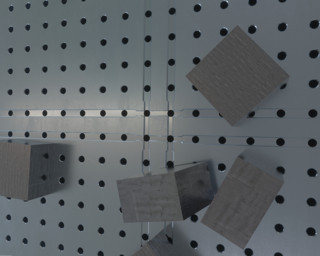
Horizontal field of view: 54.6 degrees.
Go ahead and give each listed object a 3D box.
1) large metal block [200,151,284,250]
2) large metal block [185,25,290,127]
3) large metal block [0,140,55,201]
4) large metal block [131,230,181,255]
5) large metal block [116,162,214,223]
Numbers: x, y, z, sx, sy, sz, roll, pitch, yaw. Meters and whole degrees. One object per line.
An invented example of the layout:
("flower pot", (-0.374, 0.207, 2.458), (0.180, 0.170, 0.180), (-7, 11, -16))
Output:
("large metal block", (0.095, 0.075, 0.350), (0.050, 0.080, 0.080), (30, 100, 17))
("large metal block", (0.092, -0.058, 0.367), (0.080, 0.050, 0.080), (-44, 77, 15))
("large metal block", (-0.214, 0.061, 0.476), (0.080, 0.050, 0.080), (4, 92, 20))
("large metal block", (-0.010, 0.197, 0.403), (0.080, 0.050, 0.080), (-43, 77, 15))
("large metal block", (0.008, 0.076, 0.372), (0.080, 0.080, 0.050), (-13, 85, 33))
